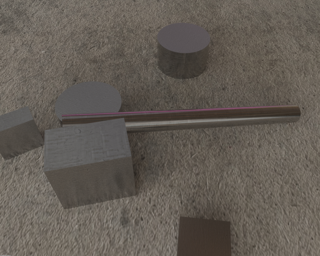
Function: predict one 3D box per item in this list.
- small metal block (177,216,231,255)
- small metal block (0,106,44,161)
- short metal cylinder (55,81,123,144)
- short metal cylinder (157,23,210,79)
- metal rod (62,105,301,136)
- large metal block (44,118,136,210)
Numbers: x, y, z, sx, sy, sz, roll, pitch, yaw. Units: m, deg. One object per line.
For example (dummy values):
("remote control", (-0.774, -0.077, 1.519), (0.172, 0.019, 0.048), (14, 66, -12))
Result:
("small metal block", (0.042, 0.118, 0.304), (0.050, 0.025, 0.050), (5, 50, 4))
("small metal block", (-0.176, 0.007, 0.379), (0.050, 0.050, 0.025), (-24, 54, -19))
("short metal cylinder", (-0.088, -0.015, 0.398), (0.081, 0.050, 0.080), (0, 50, 0))
("short metal cylinder", (0.036, -0.123, 0.491), (0.081, 0.050, 0.080), (0, 50, 0))
("metal rod", (0.039, -0.011, 0.377), (0.303, 0.025, 0.025), (-4, 49, -18))
("large metal block", (-0.072, 0.040, 0.333), (0.081, 0.080, 0.050), (-9, 51, -8))
